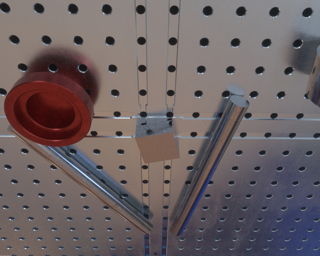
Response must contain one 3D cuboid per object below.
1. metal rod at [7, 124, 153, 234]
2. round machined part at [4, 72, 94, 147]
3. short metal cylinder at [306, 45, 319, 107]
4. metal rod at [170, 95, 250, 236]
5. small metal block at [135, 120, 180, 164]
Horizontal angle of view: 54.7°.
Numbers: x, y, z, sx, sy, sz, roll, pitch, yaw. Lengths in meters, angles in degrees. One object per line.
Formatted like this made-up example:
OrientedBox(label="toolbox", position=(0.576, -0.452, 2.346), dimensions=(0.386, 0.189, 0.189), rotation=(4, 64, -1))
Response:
OrientedBox(label="metal rod", position=(-0.106, 0.088, 0.485), dimensions=(0.025, 0.025, 0.300), rotation=(-27, 125, 21))
OrientedBox(label="round machined part", position=(-0.130, -0.026, 0.377), dimensions=(0.099, 0.042, 0.097), rotation=(0, 130, 0))
OrientedBox(label="short metal cylinder", position=(0.205, -0.056, 0.330), dimensions=(0.080, 0.080, 0.050), rotation=(-3, 130, 2))
OrientedBox(label="metal rod", position=(0.065, 0.077, 0.477), dimensions=(0.025, 0.025, 0.298), rotation=(10, 130, -9))
OrientedBox(label="small metal block", position=(-0.003, 0.020, 0.428), dimensions=(0.050, 0.025, 0.050), rotation=(-10, 130, 8))
